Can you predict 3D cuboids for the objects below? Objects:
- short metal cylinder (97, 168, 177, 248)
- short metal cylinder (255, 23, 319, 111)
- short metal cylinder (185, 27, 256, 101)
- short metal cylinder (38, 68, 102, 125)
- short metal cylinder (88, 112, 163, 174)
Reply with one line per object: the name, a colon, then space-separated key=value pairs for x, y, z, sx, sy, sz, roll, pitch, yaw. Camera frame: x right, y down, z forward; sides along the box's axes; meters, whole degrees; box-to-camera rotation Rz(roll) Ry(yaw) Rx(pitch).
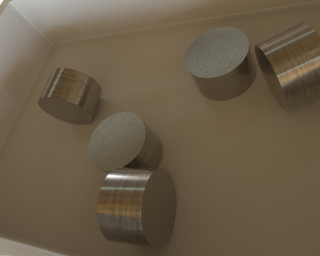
short metal cylinder: x=-0.022 y=0.082 z=0.330 sx=0.050 sy=0.080 sz=0.080 roll=-3 pitch=60 yaw=26
short metal cylinder: x=0.144 y=-0.065 z=0.334 sx=0.050 sy=0.080 sz=0.080 roll=-25 pitch=53 yaw=13
short metal cylinder: x=0.078 y=-0.082 z=0.398 sx=0.080 sy=0.050 sz=0.080 roll=-13 pitch=56 yaw=20
short metal cylinder: x=-0.134 y=-0.046 z=0.467 sx=0.080 sy=0.080 sz=0.050 roll=0 pitch=62 yaw=28
short metal cylinder: x=-0.043 y=0.026 z=0.395 sx=0.080 sy=0.050 sz=0.080 roll=-13 pitch=56 yaw=20
